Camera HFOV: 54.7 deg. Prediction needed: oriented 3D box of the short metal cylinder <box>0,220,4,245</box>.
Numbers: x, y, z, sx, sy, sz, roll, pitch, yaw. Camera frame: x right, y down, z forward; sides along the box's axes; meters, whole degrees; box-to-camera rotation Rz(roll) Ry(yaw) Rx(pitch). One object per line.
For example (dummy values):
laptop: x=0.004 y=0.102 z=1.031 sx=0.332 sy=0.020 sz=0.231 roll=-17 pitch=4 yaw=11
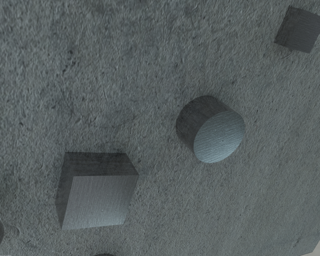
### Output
short metal cylinder: x=-0.213 y=0.106 z=0.321 sx=0.081 sy=0.080 sz=0.050 roll=-19 pitch=126 yaw=-18

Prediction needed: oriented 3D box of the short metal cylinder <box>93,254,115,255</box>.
short metal cylinder: x=-0.097 y=0.248 z=0.492 sx=0.081 sy=0.050 sz=0.079 roll=-14 pitch=124 yaw=-21

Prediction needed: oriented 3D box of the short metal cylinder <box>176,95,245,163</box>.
short metal cylinder: x=0.069 y=0.001 z=0.429 sx=0.081 sy=0.050 sz=0.079 roll=-14 pitch=124 yaw=-21

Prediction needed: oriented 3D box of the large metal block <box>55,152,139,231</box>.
large metal block: x=-0.082 y=0.078 z=0.394 sx=0.081 sy=0.050 sz=0.079 roll=4 pitch=116 yaw=-31

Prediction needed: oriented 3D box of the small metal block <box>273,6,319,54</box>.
small metal block: x=0.194 y=-0.135 z=0.429 sx=0.050 sy=0.025 sz=0.050 roll=4 pitch=117 yaw=-30
